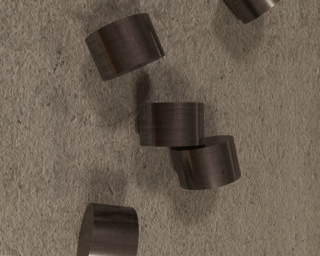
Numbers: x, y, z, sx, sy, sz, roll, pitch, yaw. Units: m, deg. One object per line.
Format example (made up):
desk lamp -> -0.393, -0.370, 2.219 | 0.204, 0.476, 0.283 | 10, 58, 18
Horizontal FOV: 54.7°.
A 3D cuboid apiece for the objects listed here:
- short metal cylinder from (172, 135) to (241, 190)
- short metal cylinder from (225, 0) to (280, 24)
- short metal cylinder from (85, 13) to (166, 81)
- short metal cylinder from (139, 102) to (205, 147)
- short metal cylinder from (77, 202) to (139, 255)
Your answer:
short metal cylinder -> 0.060, 0.043, 0.403 | 0.081, 0.080, 0.050 | -14, 95, -20
short metal cylinder -> 0.134, -0.192, 0.431 | 0.050, 0.080, 0.080 | 46, 76, -15
short metal cylinder -> -0.040, -0.094, 0.366 | 0.081, 0.080, 0.050 | -26, 99, -18
short metal cylinder -> 0.015, -0.005, 0.386 | 0.081, 0.080, 0.050 | -1, 91, -20
short metal cylinder -> -0.062, 0.130, 0.358 | 0.050, 0.080, 0.080 | 12, 86, -20
